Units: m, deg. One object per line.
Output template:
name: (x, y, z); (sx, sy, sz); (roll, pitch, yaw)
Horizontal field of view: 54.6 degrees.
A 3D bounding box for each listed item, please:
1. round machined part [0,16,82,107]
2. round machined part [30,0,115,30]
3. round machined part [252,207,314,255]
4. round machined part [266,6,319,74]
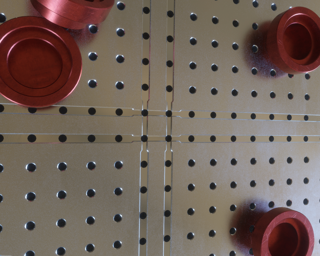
round machined part: (-0.141, -0.072, 0.351); (0.099, 0.042, 0.097); (0, 90, -20)
round machined part: (-0.104, -0.149, 0.347); (0.098, 0.042, 0.098); (24, 41, -22)
round machined part: (0.180, 0.169, 0.470); (0.099, 0.042, 0.097); (0, 90, -20)
round machined part: (0.205, -0.131, 0.478); (0.099, 0.042, 0.097); (0, 90, -20)
